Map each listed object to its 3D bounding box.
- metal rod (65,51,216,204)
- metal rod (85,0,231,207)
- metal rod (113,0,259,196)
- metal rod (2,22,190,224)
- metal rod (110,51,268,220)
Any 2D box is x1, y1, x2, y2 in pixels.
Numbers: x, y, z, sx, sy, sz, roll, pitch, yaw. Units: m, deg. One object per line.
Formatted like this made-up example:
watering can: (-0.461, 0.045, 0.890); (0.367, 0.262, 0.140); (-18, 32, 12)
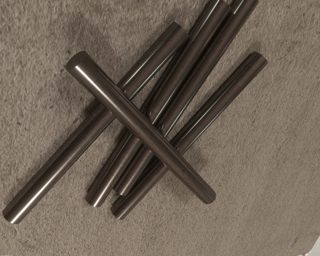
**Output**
metal rod: (-0.002, 0.022, 0.386); (0.025, 0.025, 0.300); (-42, 130, 0)
metal rod: (-0.009, -0.023, 0.388); (0.025, 0.025, 0.299); (24, 105, -37)
metal rod: (0.026, -0.035, 0.400); (0.025, 0.025, 0.299); (25, 105, -37)
metal rod: (-0.078, -0.003, 0.363); (0.300, 0.025, 0.025); (-47, 130, 4)
metal rod: (0.038, 0.014, 0.437); (0.300, 0.025, 0.025); (-48, 129, 5)
